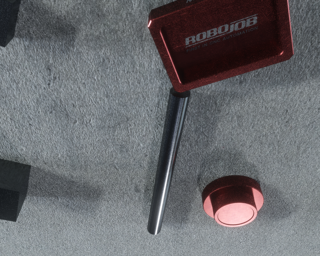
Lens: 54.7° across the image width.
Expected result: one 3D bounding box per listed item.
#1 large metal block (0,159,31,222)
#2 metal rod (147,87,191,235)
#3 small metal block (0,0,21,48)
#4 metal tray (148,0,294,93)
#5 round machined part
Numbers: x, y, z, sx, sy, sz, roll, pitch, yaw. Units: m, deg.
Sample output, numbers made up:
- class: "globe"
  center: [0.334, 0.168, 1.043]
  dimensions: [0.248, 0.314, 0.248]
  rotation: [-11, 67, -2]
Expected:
- class: "large metal block"
  center: [-0.247, 0.091, 0.466]
  dimensions: [0.081, 0.050, 0.079]
  rotation: [16, 128, -13]
- class: "metal rod"
  center: [0.007, 0.070, 0.466]
  dimensions: [0.025, 0.025, 0.298]
  rotation: [5, 130, -5]
- class: "small metal block"
  center: [-0.172, -0.116, 0.307]
  dimensions: [0.050, 0.025, 0.050]
  rotation: [20, 127, -17]
- class: "metal tray"
  center: [0.064, -0.097, 0.322]
  dimensions: [0.130, 0.030, 0.090]
  rotation: [-16, 129, 13]
- class: "round machined part"
  center: [0.119, 0.124, 0.503]
  dimensions: [0.099, 0.042, 0.097]
  rotation: [0, 130, 0]
